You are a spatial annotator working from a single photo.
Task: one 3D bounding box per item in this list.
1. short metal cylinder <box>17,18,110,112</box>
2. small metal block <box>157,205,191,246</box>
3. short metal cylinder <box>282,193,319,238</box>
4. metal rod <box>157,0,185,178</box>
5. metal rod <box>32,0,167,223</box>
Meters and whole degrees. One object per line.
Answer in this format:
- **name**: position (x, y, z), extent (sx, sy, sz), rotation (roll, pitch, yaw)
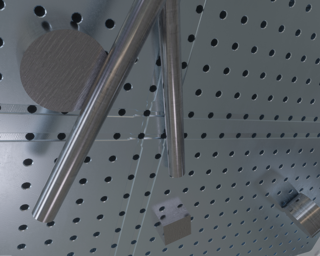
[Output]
- **short metal cylinder**: position (-0.095, -0.062, 0.304), extent (0.081, 0.050, 0.079), rotation (-14, 124, -21)
- **small metal block**: position (0.025, 0.165, 0.528), extent (0.050, 0.025, 0.050), rotation (-18, 126, -18)
- **short metal cylinder**: position (0.311, 0.186, 0.662), extent (0.050, 0.080, 0.080), rotation (-41, 130, 0)
- **metal rod**: position (0.015, -0.057, 0.384), extent (0.025, 0.025, 0.298), rotation (-18, 126, -18)
- **metal rod**: position (-0.054, -0.032, 0.297), extent (0.025, 0.025, 0.298), rotation (19, 108, -36)
